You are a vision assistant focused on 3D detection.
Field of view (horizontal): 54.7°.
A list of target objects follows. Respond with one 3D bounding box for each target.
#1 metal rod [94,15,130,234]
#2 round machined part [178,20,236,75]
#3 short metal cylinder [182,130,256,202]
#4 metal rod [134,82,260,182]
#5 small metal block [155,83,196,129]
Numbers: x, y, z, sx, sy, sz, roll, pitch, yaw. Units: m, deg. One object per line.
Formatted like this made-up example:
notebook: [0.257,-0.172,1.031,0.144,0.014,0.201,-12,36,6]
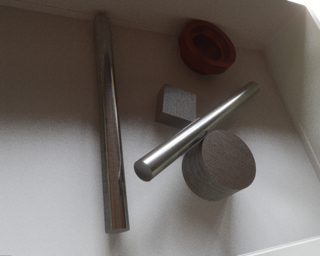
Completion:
metal rod: [-0.064,-0.025,0.387,0.025,0.025,0.299,6,59,-26]
round machined part: [0.073,-0.128,0.514,0.099,0.042,0.098,14,56,-21]
short metal cylinder: [0.076,0.049,0.402,0.081,0.050,0.080,14,56,-21]
metal rod: [0.072,-0.012,0.429,0.025,0.025,0.302,50,44,7]
small metal block: [0.023,-0.029,0.437,0.050,0.025,0.050,17,55,-19]
